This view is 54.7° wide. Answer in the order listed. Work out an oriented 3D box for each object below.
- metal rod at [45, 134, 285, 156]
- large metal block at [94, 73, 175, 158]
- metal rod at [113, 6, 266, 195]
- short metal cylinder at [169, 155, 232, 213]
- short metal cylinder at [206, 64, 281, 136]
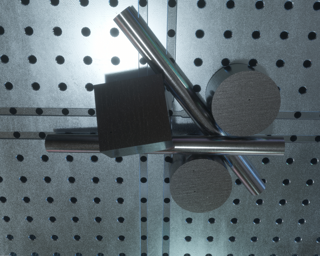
[{"bbox_3d":[0.002,0.021,0.399,0.302,0.025,0.025,0,110,6],"label":"metal rod"},{"bbox_3d":[-0.030,-0.012,0.372,0.080,0.050,0.080,-9,75,3],"label":"large metal block"},{"bbox_3d":[0.047,-0.023,0.402,0.025,0.025,0.300,-36,107,12],"label":"metal rod"},{"bbox_3d":[0.053,0.067,0.421,0.081,0.050,0.079,0,110,0],"label":"short metal cylinder"},{"bbox_3d":[0.100,-0.036,0.384,0.081,0.050,0.079,0,110,0],"label":"short metal cylinder"}]
